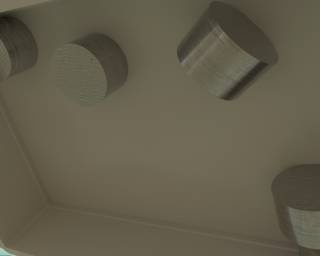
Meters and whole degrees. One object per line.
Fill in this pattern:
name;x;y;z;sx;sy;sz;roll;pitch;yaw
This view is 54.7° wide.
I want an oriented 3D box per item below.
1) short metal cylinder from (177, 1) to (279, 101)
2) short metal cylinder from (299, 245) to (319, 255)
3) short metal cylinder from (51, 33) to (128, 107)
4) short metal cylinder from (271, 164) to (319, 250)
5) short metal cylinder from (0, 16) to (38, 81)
short metal cylinder;0.063;-0.073;0.294;0.080;0.080;0.050;42;129;-1
short metal cylinder;0.207;0.142;0.346;0.081;0.050;0.079;-2;101;-11
short metal cylinder;-0.088;-0.074;0.391;0.080;0.050;0.079;13;124;20
short metal cylinder;0.167;0.082;0.336;0.080;0.080;0.050;-5;116;30
short metal cylinder;-0.223;-0.113;0.438;0.080;0.050;0.079;13;124;20
